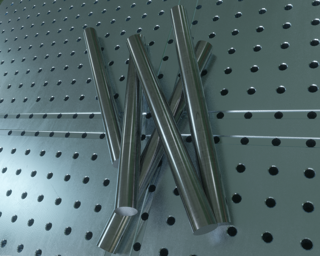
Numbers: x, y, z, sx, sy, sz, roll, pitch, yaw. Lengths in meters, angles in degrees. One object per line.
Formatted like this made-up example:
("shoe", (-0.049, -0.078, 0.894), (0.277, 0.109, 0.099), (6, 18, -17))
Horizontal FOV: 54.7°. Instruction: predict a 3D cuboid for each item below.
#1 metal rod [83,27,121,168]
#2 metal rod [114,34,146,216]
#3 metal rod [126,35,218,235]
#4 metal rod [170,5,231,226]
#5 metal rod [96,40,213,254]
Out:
("metal rod", (-0.091, -0.067, 0.494), (0.025, 0.025, 0.299), (-28, 52, 10))
("metal rod", (-0.036, -0.029, 0.423), (0.025, 0.025, 0.300), (-16, 49, 19))
("metal rod", (0.002, -0.017, 0.382), (0.025, 0.025, 0.299), (-28, 53, 11))
("metal rod", (0.043, -0.035, 0.382), (0.025, 0.025, 0.299), (-17, 62, 18))
("metal rod", (0.002, 0.011, 0.399), (0.025, 0.025, 0.300), (14, 69, 33))
